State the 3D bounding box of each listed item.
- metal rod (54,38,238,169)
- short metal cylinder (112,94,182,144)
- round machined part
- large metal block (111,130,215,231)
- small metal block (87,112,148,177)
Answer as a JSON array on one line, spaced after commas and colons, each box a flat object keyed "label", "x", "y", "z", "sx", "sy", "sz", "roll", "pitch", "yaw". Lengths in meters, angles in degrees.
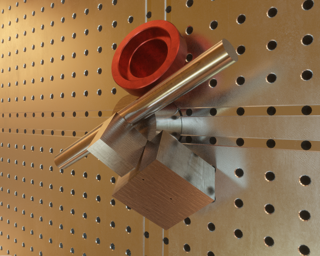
[{"label": "metal rod", "x": -0.040, "y": -0.012, "z": 0.375, "sx": 0.299, "sy": 0.025, "sz": 0.025, "roll": -30, "pitch": 72, "yaw": 35}, {"label": "short metal cylinder", "x": -0.019, "y": -0.003, "z": 0.406, "sx": 0.080, "sy": 0.050, "sz": 0.079, "roll": 0, "pitch": 90, "yaw": 39}, {"label": "round machined part", "x": -0.009, "y": -0.082, "z": 0.389, "sx": 0.098, "sy": 0.042, "sz": 0.098, "roll": -14, "pitch": 60, "yaw": 27}, {"label": "large metal block", "x": 0.005, "y": 0.062, "z": 0.357, "sx": 0.080, "sy": 0.050, "sz": 0.080, "roll": 37, "pitch": 123, "yaw": -16}, {"label": "small metal block", "x": -0.047, "y": 0.018, "z": 0.350, "sx": 0.050, "sy": 0.050, "sz": 0.025, "roll": 42, "pitch": 126, "yaw": -17}]
